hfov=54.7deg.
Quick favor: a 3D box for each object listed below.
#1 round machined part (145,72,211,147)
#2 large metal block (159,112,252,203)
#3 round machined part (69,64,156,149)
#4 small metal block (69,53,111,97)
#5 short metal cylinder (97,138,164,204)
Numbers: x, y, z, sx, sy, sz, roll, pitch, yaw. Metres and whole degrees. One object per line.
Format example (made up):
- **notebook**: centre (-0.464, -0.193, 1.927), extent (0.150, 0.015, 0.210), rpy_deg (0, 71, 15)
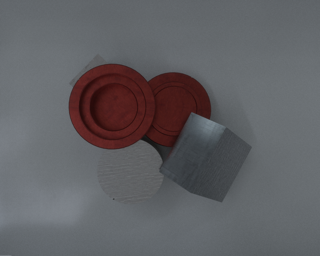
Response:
- **round machined part**: centre (0.017, -0.024, 0.400), extent (0.099, 0.042, 0.097), rpy_deg (0, 90, -1)
- **large metal block**: centre (0.058, 0.038, 0.376), extent (0.050, 0.080, 0.080), rpy_deg (28, 89, 40)
- **round machined part**: centre (-0.054, -0.025, 0.371), extent (0.099, 0.042, 0.097), rpy_deg (0, 90, -1)
- **small metal block**: centre (-0.083, -0.063, 0.396), extent (0.025, 0.050, 0.050), rpy_deg (44, 90, -1)
- **short metal cylinder**: centre (-0.035, 0.052, 0.397), extent (0.081, 0.050, 0.079), rpy_deg (0, 90, -1)
